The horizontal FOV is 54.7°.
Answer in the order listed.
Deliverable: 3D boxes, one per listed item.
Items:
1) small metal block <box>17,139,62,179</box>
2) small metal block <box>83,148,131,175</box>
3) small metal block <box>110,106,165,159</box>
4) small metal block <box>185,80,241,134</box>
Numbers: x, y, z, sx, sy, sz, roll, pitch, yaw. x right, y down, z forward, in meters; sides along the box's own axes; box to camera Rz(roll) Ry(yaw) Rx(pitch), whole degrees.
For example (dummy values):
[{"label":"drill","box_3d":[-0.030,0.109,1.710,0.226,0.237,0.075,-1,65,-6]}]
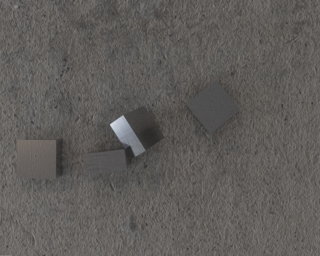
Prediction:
[{"label":"small metal block","box_3d":[-0.158,0.040,0.409,0.050,0.025,0.050,0,90,0]},{"label":"small metal block","box_3d":[-0.066,0.041,0.397,0.050,0.050,0.025,-7,90,0]},{"label":"small metal block","box_3d":[-0.028,0.004,0.394,0.025,0.050,0.050,-32,90,32]},{"label":"small metal block","box_3d":[0.069,-0.027,0.410,0.050,0.025,0.050,-39,90,0]}]
